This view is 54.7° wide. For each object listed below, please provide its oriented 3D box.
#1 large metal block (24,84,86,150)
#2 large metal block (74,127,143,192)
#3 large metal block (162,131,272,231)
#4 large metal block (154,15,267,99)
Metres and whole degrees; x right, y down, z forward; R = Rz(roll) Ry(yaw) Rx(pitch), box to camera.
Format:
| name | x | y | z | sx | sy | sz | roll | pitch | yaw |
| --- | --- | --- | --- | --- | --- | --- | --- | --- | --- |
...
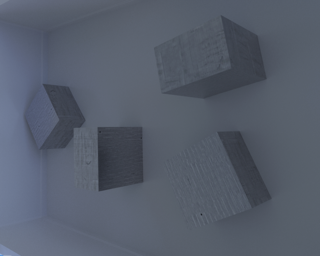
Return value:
| name | x | y | z | sx | sy | sz | roll | pitch | yaw |
| --- | --- | --- | --- | --- | --- | --- | --- | --- | --- |
| large metal block | -0.186 | -0.019 | 0.545 | 0.080 | 0.050 | 0.080 | -46 | 62 | 30 |
| large metal block | -0.070 | 0.039 | 0.429 | 0.050 | 0.081 | 0.080 | -2 | 89 | 40 |
| large metal block | 0.060 | 0.057 | 0.341 | 0.080 | 0.050 | 0.080 | -34 | 69 | 35 |
| large metal block | 0.054 | -0.068 | 0.327 | 0.080 | 0.081 | 0.050 | -15 | 81 | 39 |
